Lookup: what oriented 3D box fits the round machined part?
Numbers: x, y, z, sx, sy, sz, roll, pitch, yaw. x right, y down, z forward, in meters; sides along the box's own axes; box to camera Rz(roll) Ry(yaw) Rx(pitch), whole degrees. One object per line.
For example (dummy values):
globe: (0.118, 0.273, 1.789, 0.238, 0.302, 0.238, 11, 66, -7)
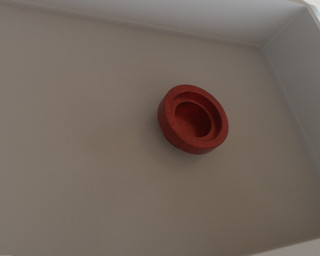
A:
round machined part: (0.041, -0.008, 0.423, 0.099, 0.042, 0.098, 14, 56, -21)
